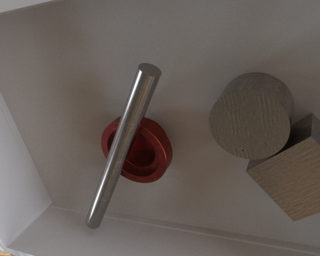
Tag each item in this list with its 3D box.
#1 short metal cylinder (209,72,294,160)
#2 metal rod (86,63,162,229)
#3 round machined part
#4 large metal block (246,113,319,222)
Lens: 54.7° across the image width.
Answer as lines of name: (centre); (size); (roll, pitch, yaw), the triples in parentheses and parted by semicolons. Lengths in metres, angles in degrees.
short metal cylinder: (0.099, -0.013, 0.332); (0.080, 0.050, 0.079); (13, 124, 20)
metal rod: (-0.059, 0.046, 0.412); (0.025, 0.025, 0.298); (31, 128, 8)
round machined part: (-0.028, 0.024, 0.426); (0.098, 0.042, 0.097); (13, 124, 20)
large metal block: (0.156, 0.044, 0.338); (0.080, 0.050, 0.080); (46, 129, -4)
